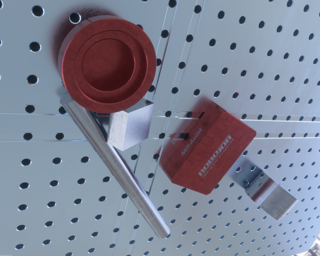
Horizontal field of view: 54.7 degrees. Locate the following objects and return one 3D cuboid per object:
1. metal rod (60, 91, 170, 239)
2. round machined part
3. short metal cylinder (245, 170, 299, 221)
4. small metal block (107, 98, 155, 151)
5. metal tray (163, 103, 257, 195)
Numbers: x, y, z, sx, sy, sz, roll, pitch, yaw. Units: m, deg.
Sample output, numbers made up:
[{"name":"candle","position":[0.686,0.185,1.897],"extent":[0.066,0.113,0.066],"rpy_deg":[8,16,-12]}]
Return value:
[{"name":"metal rod","position":[-0.046,0.071,0.430],"extent":[0.025,0.025,0.299],"rpy_deg":[-32,129,-8]},{"name":"round machined part","position":[-0.057,-0.068,0.326],"extent":[0.099,0.042,0.097],"rpy_deg":[-14,122,-23]},{"name":"short metal cylinder","position":[0.203,0.123,0.566],"extent":[0.080,0.080,0.050],"rpy_deg":[32,100,-39]},{"name":"small metal block","position":[-0.035,-0.006,0.375],"extent":[0.050,0.025,0.050],"rpy_deg":[-27,135,-51]},{"name":"metal tray","position":[0.077,0.036,0.475],"extent":[0.090,0.030,0.130],"rpy_deg":[27,103,-38]}]
